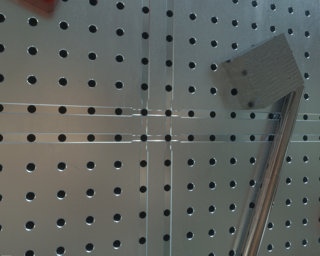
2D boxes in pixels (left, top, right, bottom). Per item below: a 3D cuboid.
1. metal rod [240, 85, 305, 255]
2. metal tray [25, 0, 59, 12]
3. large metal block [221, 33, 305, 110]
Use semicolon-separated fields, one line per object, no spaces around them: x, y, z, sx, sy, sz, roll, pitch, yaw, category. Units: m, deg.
0.171;0.074;0.475;0.025;0.025;0.299;21;83;-19;metal rod
-0.166;-0.204;0.348;0.131;0.030;0.090;24;82;-19;metal tray
0.151;-0.081;0.455;0.080;0.050;0.080;-30;100;-18;large metal block
